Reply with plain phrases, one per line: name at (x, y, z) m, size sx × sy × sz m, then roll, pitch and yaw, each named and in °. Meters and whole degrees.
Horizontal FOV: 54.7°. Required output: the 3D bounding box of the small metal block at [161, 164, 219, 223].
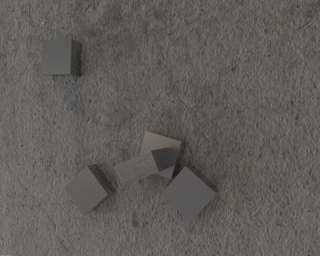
small metal block at (0.039, 0.082, 0.395) m, size 0.050 × 0.025 × 0.050 m, roll 41°, pitch 103°, yaw 15°

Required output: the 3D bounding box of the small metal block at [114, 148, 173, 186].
small metal block at (-0.019, 0.046, 0.376) m, size 0.050 × 0.050 × 0.025 m, roll -24°, pitch 82°, yaw 18°

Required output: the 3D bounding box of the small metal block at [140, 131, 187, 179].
small metal block at (0.002, 0.034, 0.408) m, size 0.050 × 0.025 × 0.050 m, roll 16°, pitch 96°, yaw 19°

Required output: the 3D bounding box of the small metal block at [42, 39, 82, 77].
small metal block at (-0.146, -0.103, 0.461) m, size 0.050 × 0.025 × 0.050 m, roll 3°, pitch 91°, yaw 20°

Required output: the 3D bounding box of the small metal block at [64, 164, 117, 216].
small metal block at (-0.100, 0.088, 0.444) m, size 0.050 × 0.025 × 0.050 m, roll -43°, pitch 77°, yaw 15°
